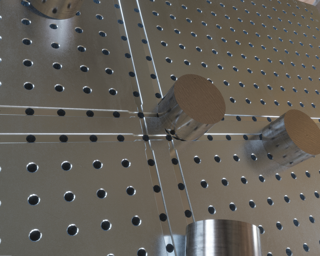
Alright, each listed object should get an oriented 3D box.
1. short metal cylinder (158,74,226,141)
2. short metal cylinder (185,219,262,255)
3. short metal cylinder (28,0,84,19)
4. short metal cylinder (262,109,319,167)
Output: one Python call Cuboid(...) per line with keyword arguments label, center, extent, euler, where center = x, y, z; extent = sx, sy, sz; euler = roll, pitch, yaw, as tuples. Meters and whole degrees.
Cuboid(label="short metal cylinder", center=(0.044, -0.028, 0.435), extent=(0.081, 0.050, 0.080), euler=(14, 56, -21))
Cuboid(label="short metal cylinder", center=(0.067, 0.134, 0.329), extent=(0.081, 0.080, 0.050), euler=(18, 55, -18))
Cuboid(label="short metal cylinder", center=(-0.142, -0.201, 0.432), extent=(0.081, 0.050, 0.080), euler=(15, 62, -29))
Cuboid(label="short metal cylinder", center=(0.214, 0.017, 0.500), extent=(0.081, 0.050, 0.080), euler=(14, 56, -21))
